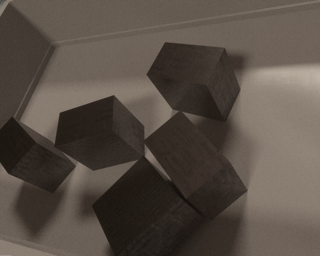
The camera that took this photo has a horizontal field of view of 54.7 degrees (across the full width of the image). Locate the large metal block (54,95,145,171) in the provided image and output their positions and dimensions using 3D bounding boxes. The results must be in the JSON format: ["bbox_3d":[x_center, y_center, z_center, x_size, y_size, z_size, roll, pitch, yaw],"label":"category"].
[{"bbox_3d":[-0.074,0.010,0.401,0.080,0.080,0.050,-15,56,19],"label":"large metal block"}]

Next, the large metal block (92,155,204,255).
[{"bbox_3d":[-0.016,0.089,0.330,0.080,0.050,0.080,-44,37,-3],"label":"large metal block"}]

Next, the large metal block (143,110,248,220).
[{"bbox_3d":[0.038,0.040,0.325,0.050,0.080,0.080,-40,51,1],"label":"large metal block"}]

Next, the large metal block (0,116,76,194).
[{"bbox_3d":[-0.181,0.039,0.439,0.080,0.080,0.050,33,80,38],"label":"large metal block"}]

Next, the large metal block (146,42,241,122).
[{"bbox_3d":[0.044,-0.056,0.381,0.080,0.080,0.050,16,70,34],"label":"large metal block"}]
